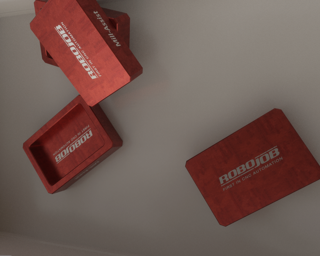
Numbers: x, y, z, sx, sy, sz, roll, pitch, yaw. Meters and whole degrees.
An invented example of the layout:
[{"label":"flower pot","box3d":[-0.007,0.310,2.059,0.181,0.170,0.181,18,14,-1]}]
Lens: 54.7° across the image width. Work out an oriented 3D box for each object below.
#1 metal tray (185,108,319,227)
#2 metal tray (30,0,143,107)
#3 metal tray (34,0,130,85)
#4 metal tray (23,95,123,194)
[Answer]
[{"label":"metal tray","box3d":[0.108,0.047,0.370,0.130,0.030,0.090,-33,79,16]},{"label":"metal tray","box3d":[-0.093,-0.100,0.388,0.090,0.030,0.130,-26,105,39]},{"label":"metal tray","box3d":[-0.105,-0.120,0.422,0.130,0.030,0.089,20,128,18]},{"label":"metal tray","box3d":[-0.130,0.024,0.453,0.130,0.030,0.090,-37,78,16]}]
